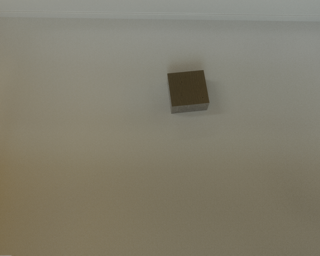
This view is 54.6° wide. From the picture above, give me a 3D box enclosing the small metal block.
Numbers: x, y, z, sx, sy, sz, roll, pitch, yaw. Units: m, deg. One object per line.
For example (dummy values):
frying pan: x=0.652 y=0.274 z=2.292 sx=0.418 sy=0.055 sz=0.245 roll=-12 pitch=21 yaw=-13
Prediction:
small metal block: x=0.038 y=-0.050 z=0.428 sx=0.050 sy=0.025 sz=0.050 roll=-6 pitch=70 yaw=-2
